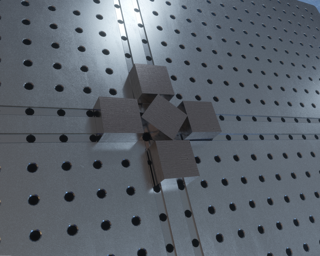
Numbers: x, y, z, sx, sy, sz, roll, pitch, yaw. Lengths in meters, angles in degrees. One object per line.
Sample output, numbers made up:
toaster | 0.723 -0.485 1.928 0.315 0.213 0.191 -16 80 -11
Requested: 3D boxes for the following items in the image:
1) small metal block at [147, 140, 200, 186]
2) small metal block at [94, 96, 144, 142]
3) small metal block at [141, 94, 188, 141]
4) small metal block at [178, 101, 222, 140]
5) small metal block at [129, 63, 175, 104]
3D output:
small metal block | 0.017 0.043 0.392 0.050 0.025 0.050 0 62 -29
small metal block | -0.052 -0.010 0.387 0.050 0.025 0.050 1 61 -28
small metal block | 0.002 -0.010 0.416 0.050 0.025 0.050 36 51 -5
small metal block | 0.055 -0.011 0.446 0.050 0.025 0.050 0 62 -29
small metal block | -0.012 -0.062 0.441 0.050 0.025 0.050 -1 62 -29
